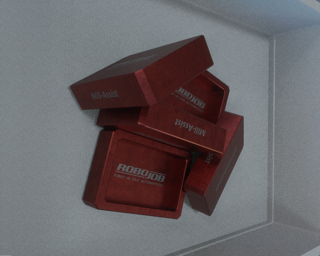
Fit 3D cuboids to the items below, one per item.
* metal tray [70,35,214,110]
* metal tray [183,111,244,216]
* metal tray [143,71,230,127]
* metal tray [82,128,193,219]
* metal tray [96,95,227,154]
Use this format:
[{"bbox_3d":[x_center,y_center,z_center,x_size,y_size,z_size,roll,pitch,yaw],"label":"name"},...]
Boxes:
[{"bbox_3d":[-0.023,-0.054,0.317,0.091,0.130,0.030,-37,113,-34],"label":"metal tray"},{"bbox_3d":[0.083,0.051,0.447,0.130,0.030,0.090,-58,152,-24],"label":"metal tray"},{"bbox_3d":[0.040,-0.043,0.437,0.131,0.030,0.090,27,73,-37],"label":"metal tray"},{"bbox_3d":[-0.021,0.059,0.384,0.131,0.030,0.090,20,77,-38],"label":"metal tray"},{"bbox_3d":[0.004,0.000,0.366,0.131,0.090,0.030,20,78,-39],"label":"metal tray"}]
